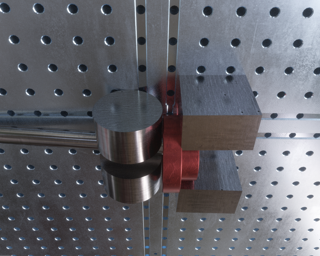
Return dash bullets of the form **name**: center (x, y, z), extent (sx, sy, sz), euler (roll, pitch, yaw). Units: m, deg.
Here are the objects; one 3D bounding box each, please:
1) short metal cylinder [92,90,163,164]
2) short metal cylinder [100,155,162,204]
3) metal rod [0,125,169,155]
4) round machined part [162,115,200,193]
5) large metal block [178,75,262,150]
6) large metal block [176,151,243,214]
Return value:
- **short metal cylinder**: center (-0.038, -0.003, 0.373), extent (0.081, 0.080, 0.050), euler (1, 131, -1)
- **short metal cylinder**: center (-0.038, 0.055, 0.421), extent (0.081, 0.080, 0.050), euler (1, 131, -1)
- **metal rod**: center (-0.121, 0.014, 0.407), extent (0.302, 0.025, 0.025), euler (4, 130, 1)
- **round machined part**: center (0.024, 0.032, 0.391), extent (0.042, 0.098, 0.097), euler (1, 130, -1)
- **large metal block**: center (0.064, -0.020, 0.360), extent (0.081, 0.080, 0.050), euler (0, 130, 0)
- **large metal block**: center (0.063, 0.071, 0.438), extent (0.081, 0.080, 0.050), euler (2, 130, -2)
